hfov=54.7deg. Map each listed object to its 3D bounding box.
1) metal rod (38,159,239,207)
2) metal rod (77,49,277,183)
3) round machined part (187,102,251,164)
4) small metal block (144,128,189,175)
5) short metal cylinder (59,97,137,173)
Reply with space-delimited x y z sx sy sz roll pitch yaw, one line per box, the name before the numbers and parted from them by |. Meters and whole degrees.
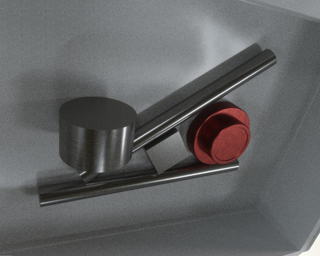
metal rod | -0.013 0.071 0.446 0.303 0.025 0.025 -5 121 -26
metal rod | 0.027 -0.020 0.411 0.301 0.025 0.025 -32 129 -8
round machined part | 0.093 0.014 0.455 0.099 0.042 0.097 -14 125 -21
small metal block | 0.006 0.029 0.429 0.050 0.025 0.050 -31 129 -8
short metal cylinder | -0.068 0.005 0.339 0.081 0.080 0.050 -5 121 -26
